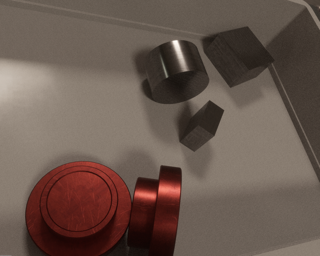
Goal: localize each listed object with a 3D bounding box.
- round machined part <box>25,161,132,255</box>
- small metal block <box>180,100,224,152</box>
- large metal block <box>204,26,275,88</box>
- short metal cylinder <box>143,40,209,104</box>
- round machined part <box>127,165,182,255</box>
[{"bbox_3d":[-0.075,0.075,0.295,0.099,0.042,0.098,6,57,-9],"label":"round machined part"},{"bbox_3d":[0.057,-0.002,0.424,0.025,0.050,0.050,34,51,-7],"label":"small metal block"},{"bbox_3d":[0.139,-0.126,0.544,0.081,0.050,0.080,-24,75,-37],"label":"large metal block"},{"bbox_3d":[0.022,-0.075,0.430,0.081,0.080,0.050,-2,63,-30],"label":"short metal cylinder"},{"bbox_3d":[-0.006,0.086,0.310,0.042,0.097,0.098,8,56,1],"label":"round machined part"}]
